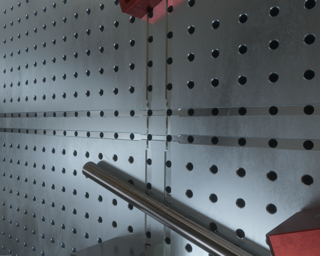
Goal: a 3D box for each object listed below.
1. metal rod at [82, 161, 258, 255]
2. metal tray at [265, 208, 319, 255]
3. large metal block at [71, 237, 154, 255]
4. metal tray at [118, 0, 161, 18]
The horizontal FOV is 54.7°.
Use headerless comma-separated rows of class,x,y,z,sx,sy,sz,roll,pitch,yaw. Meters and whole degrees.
metal rod,-0.005,0.108,0.413,0.300,0.025,0.025,21,103,38
metal tray,0.160,0.076,0.234,0.130,0.091,0.030,-25,75,37
large metal block,-0.064,0.193,0.426,0.080,0.081,0.050,-4,87,40
metal tray,-0.029,-0.233,0.429,0.090,0.030,0.129,-27,73,36
